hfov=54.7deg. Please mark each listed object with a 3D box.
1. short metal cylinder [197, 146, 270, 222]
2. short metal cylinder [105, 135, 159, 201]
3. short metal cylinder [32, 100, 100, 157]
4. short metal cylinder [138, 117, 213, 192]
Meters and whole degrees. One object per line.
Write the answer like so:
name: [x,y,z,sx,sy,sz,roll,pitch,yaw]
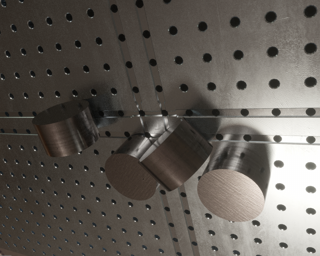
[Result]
short metal cylinder: [0.093,0.070,0.388,0.080,0.050,0.079,13,124,20]
short metal cylinder: [-0.031,0.057,0.445,0.080,0.050,0.079,13,124,20]
short metal cylinder: [-0.133,-0.001,0.443,0.080,0.080,0.050,0,118,28]
short metal cylinder: [0.019,0.032,0.384,0.050,0.080,0.080,45,129,-3]
